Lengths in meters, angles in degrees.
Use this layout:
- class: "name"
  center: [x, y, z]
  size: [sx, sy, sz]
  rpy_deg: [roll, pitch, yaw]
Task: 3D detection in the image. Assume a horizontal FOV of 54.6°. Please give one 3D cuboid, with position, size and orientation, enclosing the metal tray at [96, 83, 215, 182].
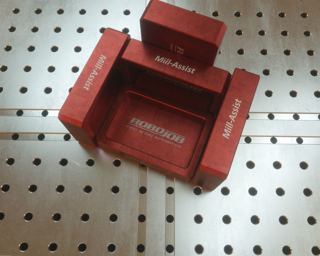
- class: "metal tray"
  center: [-0.005, 0.005, 0.407]
  size: [0.130, 0.030, 0.090]
  rpy_deg: [21, 71, 7]

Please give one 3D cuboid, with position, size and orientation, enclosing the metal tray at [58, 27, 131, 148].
- class: "metal tray"
  center: [-0.074, -0.048, 0.394]
  size: [0.030, 0.090, 0.130]
  rpy_deg: [21, 71, 7]

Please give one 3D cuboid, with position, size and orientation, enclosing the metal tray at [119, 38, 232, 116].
- class: "metal tray"
  center: [0.017, -0.058, 0.398]
  size: [0.130, 0.090, 0.030]
  rpy_deg: [21, 72, 7]

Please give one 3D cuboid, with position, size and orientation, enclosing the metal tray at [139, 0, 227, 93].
- class: "metal tray"
  center: [0.025, -0.093, 0.389]
  size: [0.090, 0.130, 0.030]
  rpy_deg: [21, 72, 7]

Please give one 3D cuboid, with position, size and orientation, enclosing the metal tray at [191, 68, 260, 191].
- class: "metal tray"
  center: [0.078, 0.005, 0.375]
  size: [0.030, 0.090, 0.130]
  rpy_deg: [21, 71, 7]
